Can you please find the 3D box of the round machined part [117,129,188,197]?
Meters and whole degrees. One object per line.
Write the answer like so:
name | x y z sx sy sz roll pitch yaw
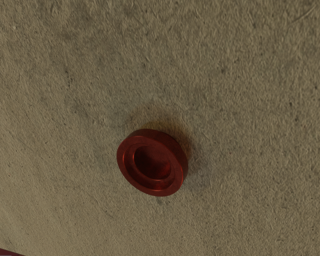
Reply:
round machined part | -0.007 0.043 0.427 0.098 0.042 0.097 13 124 21
